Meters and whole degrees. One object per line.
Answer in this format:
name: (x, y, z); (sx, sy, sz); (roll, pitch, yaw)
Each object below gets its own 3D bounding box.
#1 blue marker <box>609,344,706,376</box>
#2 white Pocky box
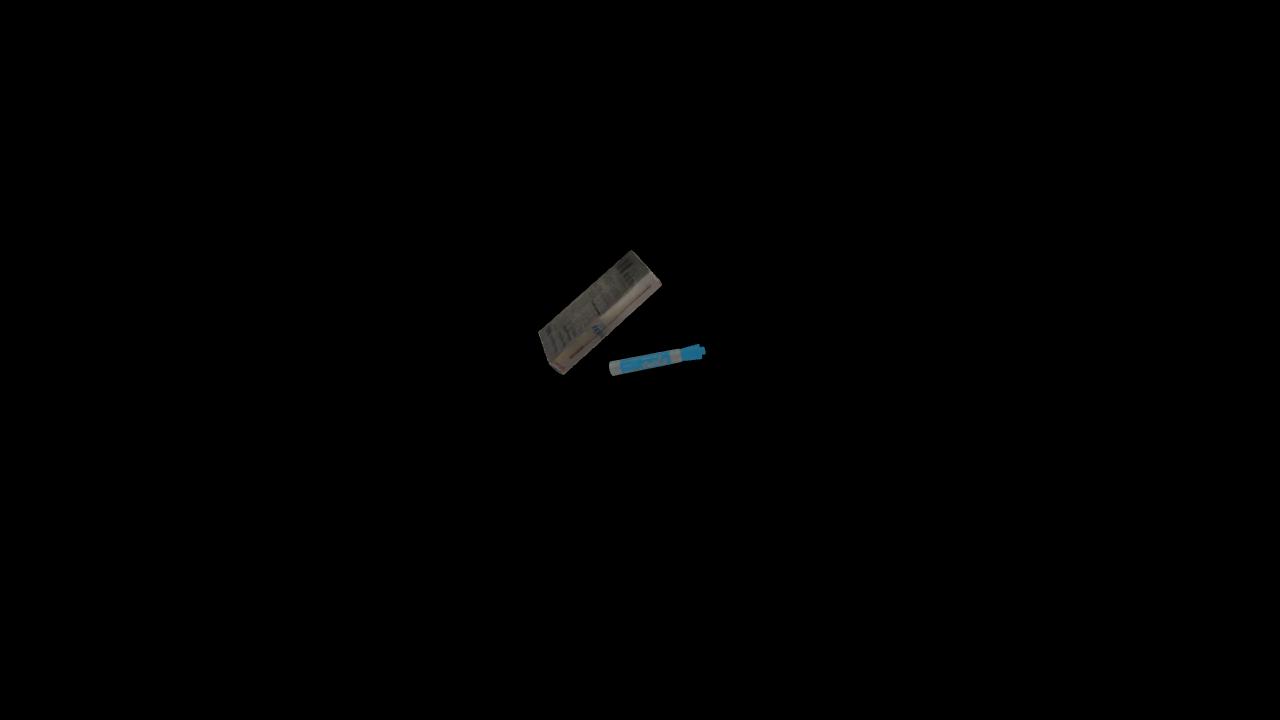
blue marker: (0.021, 0.000, 0.755); (0.121, 0.020, 0.020); (-11, -3, 16)
white Pocky box: (-0.049, -0.058, 0.714); (0.028, 0.154, 0.084); (45, 8, -32)
